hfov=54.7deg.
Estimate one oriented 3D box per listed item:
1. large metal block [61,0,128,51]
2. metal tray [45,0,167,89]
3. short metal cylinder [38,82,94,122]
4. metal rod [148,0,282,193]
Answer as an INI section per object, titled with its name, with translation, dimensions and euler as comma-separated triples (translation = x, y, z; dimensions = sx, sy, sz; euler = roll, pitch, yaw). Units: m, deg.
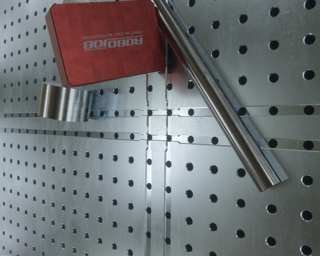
[large metal block]
translation = -0.087, -0.149, 0.438
dimensions = 0.080, 0.081, 0.050
euler = 41, 115, 41
[metal tray]
translation = -0.061, -0.104, 0.379
dimensions = 0.030, 0.131, 0.089
euler = 2, 106, 60
[short metal cylinder]
translation = -0.151, -0.043, 0.498
dimensions = 0.080, 0.081, 0.050
euler = 17, 101, 39
[metal rod]
translation = 0.048, -0.064, 0.369
dimensions = 0.025, 0.025, 0.299
euler = -41, 65, 32
